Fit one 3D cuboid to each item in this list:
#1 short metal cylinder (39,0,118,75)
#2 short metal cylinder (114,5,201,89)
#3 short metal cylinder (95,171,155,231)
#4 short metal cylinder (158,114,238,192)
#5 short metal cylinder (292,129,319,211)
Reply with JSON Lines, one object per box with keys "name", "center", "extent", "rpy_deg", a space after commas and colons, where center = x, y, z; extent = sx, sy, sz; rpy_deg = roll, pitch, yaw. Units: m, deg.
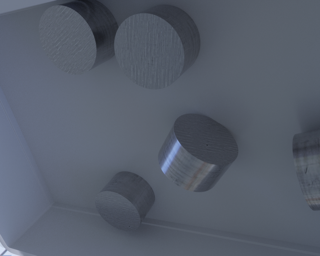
{"name": "short metal cylinder", "center": [-0.096, -0.111, 0.375], "extent": [0.080, 0.050, 0.079], "rpy_deg": [13, 124, 21]}
{"name": "short metal cylinder", "center": [-0.002, -0.089, 0.339], "extent": [0.080, 0.050, 0.079], "rpy_deg": [13, 124, 21]}
{"name": "short metal cylinder", "center": [-0.055, 0.116, 0.494], "extent": [0.080, 0.050, 0.079], "rpy_deg": [13, 124, 21]}
{"name": "short metal cylinder", "center": [0.044, 0.028, 0.367], "extent": [0.080, 0.080, 0.050], "rpy_deg": [32, 129, 7]}
{"name": "short metal cylinder", "center": [0.171, 0.039, 0.307], "extent": [0.050, 0.080, 0.080], "rpy_deg": [-17, 109, 35]}
